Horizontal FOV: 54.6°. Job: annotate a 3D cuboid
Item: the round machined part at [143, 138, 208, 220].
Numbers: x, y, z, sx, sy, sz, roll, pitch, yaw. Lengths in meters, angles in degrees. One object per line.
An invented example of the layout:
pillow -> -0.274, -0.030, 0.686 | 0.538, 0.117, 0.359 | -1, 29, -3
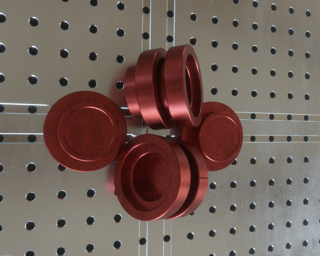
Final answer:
round machined part -> 0.018, 0.063, 0.390 | 0.042, 0.098, 0.098 | 14, 85, -51

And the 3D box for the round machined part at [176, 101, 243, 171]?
round machined part -> 0.075, 0.012, 0.431 | 0.099, 0.042, 0.097 | 0, 90, -20

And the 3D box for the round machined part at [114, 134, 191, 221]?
round machined part -> -0.005, 0.058, 0.367 | 0.042, 0.098, 0.098 | 13, 85, -52

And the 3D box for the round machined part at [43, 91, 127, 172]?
round machined part -> -0.087, 0.004, 0.371 | 0.099, 0.042, 0.097 | 0, 90, -20

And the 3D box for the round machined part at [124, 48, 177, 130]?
round machined part -> -0.011, -0.046, 0.382 | 0.042, 0.098, 0.097 | -5, 92, 20

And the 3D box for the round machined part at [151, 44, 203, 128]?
round machined part -> 0.021, -0.048, 0.374 | 0.042, 0.098, 0.097 | -5, 92, 20
